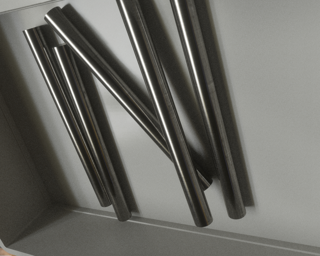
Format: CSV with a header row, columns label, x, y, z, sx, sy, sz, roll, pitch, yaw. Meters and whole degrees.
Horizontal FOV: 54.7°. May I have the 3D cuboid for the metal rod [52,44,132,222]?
label,x,y,z,sx,sy,sz,roll,pitch,yaw
metal rod,-0.095,0.021,0.469,0.025,0.025,0.298,-1,118,28

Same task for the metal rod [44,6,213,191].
label,x,y,z,sx,sy,sz,roll,pitch,yaw
metal rod,-0.036,-0.032,0.406,0.300,0.025,0.025,48,128,-7

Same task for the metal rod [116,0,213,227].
label,x,y,z,sx,sy,sz,roll,pitch,yaw
metal rod,0.010,-0.012,0.374,0.025,0.025,0.298,-10,107,32

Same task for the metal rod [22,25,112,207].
label,x,y,z,sx,sy,sz,roll,pitch,yaw
metal rod,-0.131,-0.003,0.473,0.025,0.025,0.298,-3,117,29

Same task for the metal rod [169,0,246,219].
label,x,y,z,sx,sy,sz,roll,pitch,yaw
metal rod,0.062,-0.014,0.366,0.025,0.025,0.298,-5,116,30
